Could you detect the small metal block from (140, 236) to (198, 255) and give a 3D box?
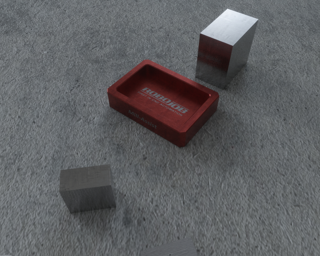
[{"bbox_3d":[0.013,0.136,0.289,0.050,0.025,0.050,-13,51,-11],"label":"small metal block"}]

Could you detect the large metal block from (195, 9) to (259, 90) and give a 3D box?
[{"bbox_3d":[0.099,-0.119,0.468,0.050,0.080,0.080,29,56,22],"label":"large metal block"}]

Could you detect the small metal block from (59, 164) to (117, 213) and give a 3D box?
[{"bbox_3d":[-0.075,0.066,0.331,0.050,0.050,0.025,-7,51,-6],"label":"small metal block"}]

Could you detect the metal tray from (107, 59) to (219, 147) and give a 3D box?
[{"bbox_3d":[0.004,-0.039,0.432,0.130,0.030,0.090,30,56,22],"label":"metal tray"}]
